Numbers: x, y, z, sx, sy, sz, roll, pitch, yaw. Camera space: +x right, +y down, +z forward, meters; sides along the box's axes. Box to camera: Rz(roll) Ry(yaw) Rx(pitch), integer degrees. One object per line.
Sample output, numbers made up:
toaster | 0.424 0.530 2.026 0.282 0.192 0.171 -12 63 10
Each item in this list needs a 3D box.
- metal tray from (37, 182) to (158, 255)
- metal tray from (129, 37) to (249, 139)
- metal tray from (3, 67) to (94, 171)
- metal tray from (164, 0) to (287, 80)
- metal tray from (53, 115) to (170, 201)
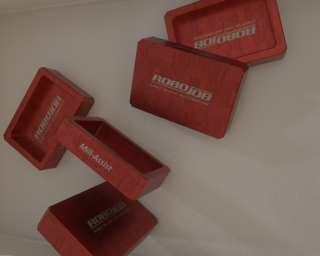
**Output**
metal tray | -0.068 0.116 0.376 0.090 0.131 0.030 39 109 15
metal tray | 0.031 -0.051 0.379 0.130 0.030 0.089 21 120 18
metal tray | -0.168 -0.013 0.465 0.090 0.030 0.129 36 101 16
metal tray | 0.078 -0.114 0.379 0.130 0.030 0.089 -12 86 19
metal tray | -0.058 0.033 0.395 0.130 0.090 0.030 35 101 16
